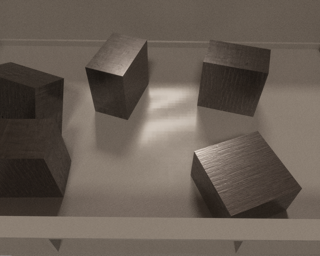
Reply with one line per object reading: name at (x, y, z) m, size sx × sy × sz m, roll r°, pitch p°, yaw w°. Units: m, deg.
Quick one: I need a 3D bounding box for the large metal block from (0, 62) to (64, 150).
large metal block at (-0.170, -0.029, 0.382) m, size 0.080 × 0.079 × 0.050 m, roll 18°, pitch 26°, yaw 14°

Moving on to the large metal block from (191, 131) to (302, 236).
large metal block at (0.089, 0.059, 0.341) m, size 0.081 × 0.050 × 0.080 m, roll -17°, pitch 52°, yaw -14°

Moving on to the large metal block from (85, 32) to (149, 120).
large metal block at (-0.055, -0.071, 0.429) m, size 0.050 × 0.080 × 0.080 m, roll 16°, pitch 52°, yaw 12°

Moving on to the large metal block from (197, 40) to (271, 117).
large metal block at (0.100, -0.068, 0.427) m, size 0.080 × 0.080 × 0.050 m, roll 12°, pitch 51°, yaw 10°

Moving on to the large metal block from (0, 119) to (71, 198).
large metal block at (-0.150, 0.035, 0.338) m, size 0.081 × 0.080 × 0.050 m, roll 0°, pitch 50°, yaw -1°
